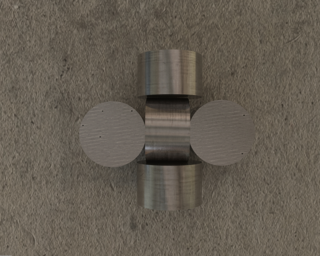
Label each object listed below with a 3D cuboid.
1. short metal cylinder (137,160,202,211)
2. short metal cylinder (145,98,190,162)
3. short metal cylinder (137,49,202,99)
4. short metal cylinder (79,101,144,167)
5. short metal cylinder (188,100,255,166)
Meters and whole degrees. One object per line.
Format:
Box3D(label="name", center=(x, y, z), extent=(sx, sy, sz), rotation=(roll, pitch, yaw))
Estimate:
Box3D(label="short metal cylinder", center=(0.012, 0.067, 0.384), extent=(0.081, 0.080, 0.050), rotation=(0, 90, 0))
Box3D(label="short metal cylinder", center=(0.009, 0.002, 0.384), extent=(0.050, 0.080, 0.080), rotation=(0, 90, 0))
Box3D(label="short metal cylinder", center=(0.012, -0.063, 0.384), extent=(0.081, 0.080, 0.050), rotation=(0, 90, 0))
Box3D(label="short metal cylinder", center=(-0.057, 0.007, 0.398), extent=(0.081, 0.050, 0.080), rotation=(0, 90, -1))
Box3D(label="short metal cylinder", center=(0.074, 0.005, 0.399), extent=(0.081, 0.050, 0.080), rotation=(0, 90, 0))
